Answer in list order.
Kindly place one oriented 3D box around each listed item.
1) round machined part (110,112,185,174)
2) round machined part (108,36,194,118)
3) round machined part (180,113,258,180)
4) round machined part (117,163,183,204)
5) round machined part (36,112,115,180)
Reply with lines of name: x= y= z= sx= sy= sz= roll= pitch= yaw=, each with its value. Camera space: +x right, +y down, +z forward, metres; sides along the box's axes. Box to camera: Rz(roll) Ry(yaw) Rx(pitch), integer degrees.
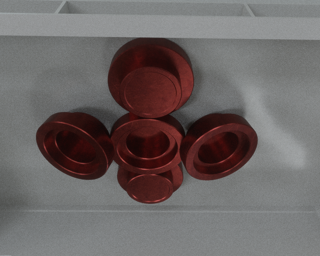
round machined part: x=-0.016 y=0.013 z=0.406 sx=0.099 sy=0.042 sz=0.097 roll=0 pitch=130 yaw=0
round machined part: x=-0.010 y=-0.050 z=0.353 sx=0.099 sy=0.042 sz=0.097 roll=0 pitch=130 yaw=0
round machined part: x=0.072 y=0.020 z=0.402 sx=0.099 sy=0.042 sz=0.097 roll=-11 pitch=132 yaw=-13
round machined part: x=-0.015 y=0.076 z=0.460 sx=0.099 sy=0.042 sz=0.097 roll=0 pitch=130 yaw=0
round machined part: x=-0.104 y=0.018 z=0.400 sx=0.098 sy=0.042 sz=0.097 roll=11 pitch=131 yaw=13
